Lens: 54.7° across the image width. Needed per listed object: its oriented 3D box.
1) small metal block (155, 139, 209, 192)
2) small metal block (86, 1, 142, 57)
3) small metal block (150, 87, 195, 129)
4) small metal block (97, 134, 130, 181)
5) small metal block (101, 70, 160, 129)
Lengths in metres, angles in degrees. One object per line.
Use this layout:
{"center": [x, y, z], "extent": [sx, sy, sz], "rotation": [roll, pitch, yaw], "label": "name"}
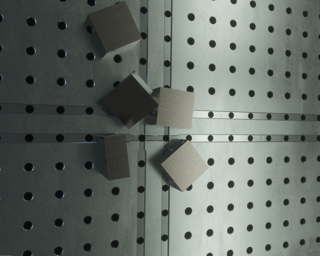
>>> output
{"center": [0.030, 0.051, 0.425], "extent": [0.050, 0.025, 0.050], "rotation": [-41, 103, -16], "label": "small metal block"}
{"center": [-0.058, -0.125, 0.392], "extent": [0.050, 0.025, 0.050], "rotation": [-28, 100, -18], "label": "small metal block"}
{"center": [0.017, -0.026, 0.420], "extent": [0.050, 0.025, 0.050], "rotation": [7, 88, -21], "label": "small metal block"}
{"center": [-0.058, 0.034, 0.379], "extent": [0.025, 0.050, 0.050], "rotation": [-7, 93, -20], "label": "small metal block"}
{"center": [-0.036, -0.035, 0.388], "extent": [0.050, 0.025, 0.050], "rotation": [-38, 104, 16], "label": "small metal block"}
